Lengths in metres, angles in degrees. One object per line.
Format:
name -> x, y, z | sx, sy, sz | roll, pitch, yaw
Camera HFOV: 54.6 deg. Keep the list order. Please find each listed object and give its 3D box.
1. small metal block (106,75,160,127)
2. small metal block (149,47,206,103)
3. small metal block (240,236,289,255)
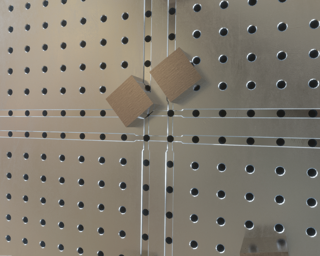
small metal block -> -0.037, -0.036, 0.426 | 0.050, 0.025, 0.050 | -40, 77, 15
small metal block -> 0.023, -0.068, 0.405 | 0.050, 0.025, 0.050 | -37, 78, 16
small metal block -> 0.122, 0.146, 0.356 | 0.050, 0.050, 0.025 | -10, 87, 20
